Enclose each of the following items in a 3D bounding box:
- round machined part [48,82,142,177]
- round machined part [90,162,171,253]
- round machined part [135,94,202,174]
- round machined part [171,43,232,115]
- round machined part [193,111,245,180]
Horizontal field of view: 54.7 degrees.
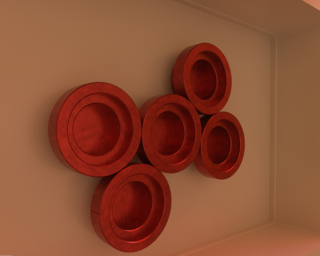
[{"bbox_3d":[-0.072,0.001,0.332,0.099,0.042,0.097,0,90,-40],"label":"round machined part"},{"bbox_3d":[-0.037,0.089,0.361,0.099,0.042,0.097,0,90,-40],"label":"round machined part"},{"bbox_3d":[0.005,0.007,0.395,0.099,0.042,0.097,0,90,-40],"label":"round machined part"},{"bbox_3d":[0.054,-0.067,0.437,0.099,0.042,0.097,0,90,-40],"label":"round machined part"},{"bbox_3d":[0.079,0.025,0.458,0.099,0.042,0.097,0,90,-40],"label":"round machined part"}]
